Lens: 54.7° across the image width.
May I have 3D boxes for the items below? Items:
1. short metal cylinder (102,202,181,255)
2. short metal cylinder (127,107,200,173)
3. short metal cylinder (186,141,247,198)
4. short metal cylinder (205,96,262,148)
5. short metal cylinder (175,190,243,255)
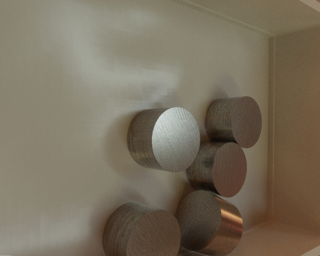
[{"bbox_3d":[-0.021,0.134,0.375,0.081,0.050,0.079,0,90,-40],"label":"short metal cylinder"},{"bbox_3d":[0.005,0.014,0.397,0.081,0.050,0.079,0,90,-40],"label":"short metal cylinder"},{"bbox_3d":[0.086,0.060,0.465,0.081,0.050,0.079,0,90,-40],"label":"short metal cylinder"},{"bbox_3d":[0.117,-0.009,0.492,0.081,0.050,0.079,0,90,-40],"label":"short metal cylinder"},{"bbox_3d":[0.066,0.132,0.429,0.050,0.080,0.080,32,70,-36],"label":"short metal cylinder"}]
